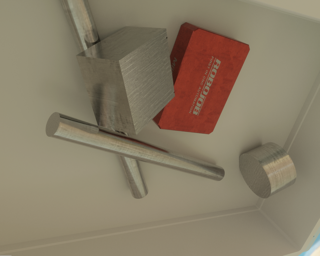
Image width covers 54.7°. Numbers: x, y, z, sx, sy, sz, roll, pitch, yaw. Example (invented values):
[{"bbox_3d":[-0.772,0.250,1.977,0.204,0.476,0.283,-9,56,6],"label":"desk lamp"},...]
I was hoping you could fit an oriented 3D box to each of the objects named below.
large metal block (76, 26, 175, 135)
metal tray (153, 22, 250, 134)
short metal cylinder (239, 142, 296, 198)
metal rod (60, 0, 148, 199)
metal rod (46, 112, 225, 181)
[{"bbox_3d":[-0.030,-0.052,0.322,0.080,0.050,0.079,-48,140,-41],"label":"large metal block"},{"bbox_3d":[0.050,-0.058,0.398,0.091,0.030,0.129,7,115,-32],"label":"metal tray"},{"bbox_3d":[0.177,0.070,0.516,0.050,0.080,0.080,-22,127,-16],"label":"short metal cylinder"},{"bbox_3d":[-0.057,-0.023,0.363,0.025,0.025,0.298,-24,128,-14],"label":"metal rod"},{"bbox_3d":[-0.004,0.036,0.404,0.302,0.025,0.025,22,107,-45],"label":"metal rod"}]
